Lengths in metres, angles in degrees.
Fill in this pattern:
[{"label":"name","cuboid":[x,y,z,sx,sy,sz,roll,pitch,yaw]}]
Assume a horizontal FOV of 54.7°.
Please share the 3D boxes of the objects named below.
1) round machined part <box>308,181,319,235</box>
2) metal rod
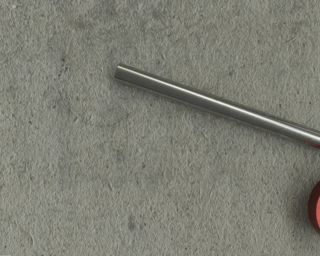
[{"label":"round machined part","cuboid":[0.242,0.104,0.405,0.099,0.042,0.097,0,90,-1]},{"label":"metal rod","cuboid":[0.087,-0.026,0.411,0.302,0.025,0.025,19,90,-1]}]
